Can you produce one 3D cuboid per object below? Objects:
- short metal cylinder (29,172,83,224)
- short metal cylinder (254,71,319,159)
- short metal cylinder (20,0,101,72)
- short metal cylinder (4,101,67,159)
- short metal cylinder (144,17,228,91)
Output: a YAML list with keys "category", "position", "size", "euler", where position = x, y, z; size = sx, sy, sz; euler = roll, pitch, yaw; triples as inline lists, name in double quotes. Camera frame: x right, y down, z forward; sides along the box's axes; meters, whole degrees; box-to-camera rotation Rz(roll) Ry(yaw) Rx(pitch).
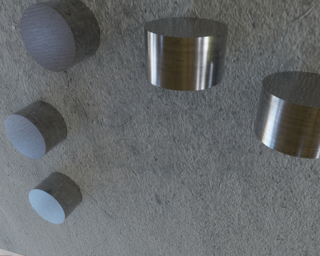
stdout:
- category: "short metal cylinder"
  position: [-0.192, 0.129, 0.572]
  size: [0.080, 0.050, 0.079]
  euler: [13, 124, 21]
- category: "short metal cylinder"
  position: [0.134, -0.015, 0.291]
  size: [0.080, 0.080, 0.050]
  euler: [13, 124, 21]
- category: "short metal cylinder"
  position: [-0.122, -0.116, 0.383]
  size: [0.080, 0.050, 0.079]
  euler: [13, 124, 21]
- category: "short metal cylinder"
  position: [-0.198, 0.003, 0.497]
  size: [0.080, 0.050, 0.079]
  euler: [13, 124, 21]
- category: "short metal cylinder"
  position: [0.025, -0.077, 0.311]
  size: [0.080, 0.080, 0.050]
  euler: [14, 124, 21]
